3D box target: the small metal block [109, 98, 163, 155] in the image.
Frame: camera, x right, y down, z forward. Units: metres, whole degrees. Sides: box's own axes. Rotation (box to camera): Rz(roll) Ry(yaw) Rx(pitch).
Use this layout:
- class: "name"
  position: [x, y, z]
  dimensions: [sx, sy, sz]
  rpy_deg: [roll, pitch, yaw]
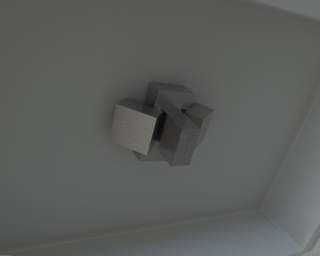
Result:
- class: "small metal block"
  position: [-0.029, -0.002, 0.372]
  dimensions: [0.050, 0.025, 0.050]
  rpy_deg: [20, 115, 10]

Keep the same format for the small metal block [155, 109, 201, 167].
- class: "small metal block"
  position: [0.019, 0.011, 0.374]
  dimensions: [0.025, 0.050, 0.050]
  rpy_deg: [0, 118, -29]

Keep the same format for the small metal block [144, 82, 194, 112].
- class: "small metal block"
  position: [0.009, -0.028, 0.393]
  dimensions: [0.050, 0.025, 0.050]
  rpy_deg: [2, 118, -30]

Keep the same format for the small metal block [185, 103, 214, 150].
- class: "small metal block"
  position: [0.046, -0.001, 0.415]
  dimensions: [0.050, 0.025, 0.050]
  rpy_deg: [-35, 145, -60]

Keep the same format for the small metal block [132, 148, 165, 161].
- class: "small metal block"
  position: [-0.004, 0.016, 0.414]
  dimensions: [0.050, 0.025, 0.050]
  rpy_deg: [3, 117, -29]
